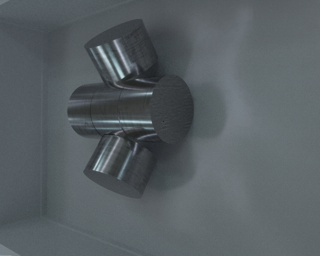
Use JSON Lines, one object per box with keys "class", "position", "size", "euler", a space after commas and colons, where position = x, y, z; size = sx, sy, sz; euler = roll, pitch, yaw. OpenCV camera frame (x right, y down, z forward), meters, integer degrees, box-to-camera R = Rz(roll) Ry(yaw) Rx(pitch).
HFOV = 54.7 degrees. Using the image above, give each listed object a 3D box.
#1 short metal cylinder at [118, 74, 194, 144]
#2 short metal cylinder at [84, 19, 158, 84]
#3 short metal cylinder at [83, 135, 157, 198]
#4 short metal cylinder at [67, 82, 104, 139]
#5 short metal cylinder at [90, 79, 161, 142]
{"class": "short metal cylinder", "position": [-0.003, -0.022, 0.372], "size": [0.050, 0.081, 0.079], "euler": [2, 91, 40]}
{"class": "short metal cylinder", "position": [-0.049, -0.099, 0.400], "size": [0.080, 0.080, 0.050], "euler": [3, 129, 40]}
{"class": "short metal cylinder", "position": [-0.051, 0.051, 0.401], "size": [0.080, 0.080, 0.050], "euler": [0, 56, 40]}
{"class": "short metal cylinder", "position": [-0.081, -0.024, 0.436], "size": [0.050, 0.081, 0.079], "euler": [2, 91, 40]}
{"class": "short metal cylinder", "position": [-0.042, -0.023, 0.404], "size": [0.050, 0.081, 0.079], "euler": [2, 91, 40]}
